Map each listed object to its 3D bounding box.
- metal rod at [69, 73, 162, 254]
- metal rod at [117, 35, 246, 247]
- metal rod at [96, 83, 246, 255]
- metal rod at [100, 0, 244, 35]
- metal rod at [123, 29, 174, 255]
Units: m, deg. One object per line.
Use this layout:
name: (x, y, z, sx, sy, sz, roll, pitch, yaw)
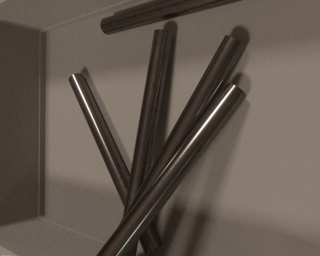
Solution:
metal rod: (-0.075, 0.039, 0.465, 0.025, 0.025, 0.299, -42, 65, 31)
metal rod: (0.011, 0.034, 0.360, 0.025, 0.025, 0.299, 35, 100, 34)
metal rod: (-0.007, 0.077, 0.328, 0.025, 0.025, 0.300, 35, 85, 34)
metal rod: (0.036, -0.152, 0.375, 0.300, 0.025, 0.025, 1, 91, 39)
metal rod: (-0.020, 0.023, 0.402, 0.025, 0.025, 0.298, 10, 90, 39)
